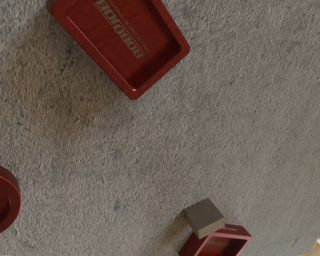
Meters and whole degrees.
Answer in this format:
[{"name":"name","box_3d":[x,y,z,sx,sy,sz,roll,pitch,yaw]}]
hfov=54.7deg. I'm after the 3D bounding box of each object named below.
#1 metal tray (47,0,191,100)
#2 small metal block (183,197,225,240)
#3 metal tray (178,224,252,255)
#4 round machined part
[{"name":"metal tray","box_3d":[-0.036,-0.102,0.321,0.090,0.030,0.130,-42,130,0]},{"name":"small metal block","box_3d":[0.075,0.153,0.529,0.050,0.050,0.025,-21,127,-16]},{"name":"metal tray","box_3d":[0.111,0.232,0.610,0.131,0.030,0.090,20,107,-36]},{"name":"round machined part","box_3d":[-0.204,0.074,0.331,0.099,0.042,0.097,-14,125,-21]}]
